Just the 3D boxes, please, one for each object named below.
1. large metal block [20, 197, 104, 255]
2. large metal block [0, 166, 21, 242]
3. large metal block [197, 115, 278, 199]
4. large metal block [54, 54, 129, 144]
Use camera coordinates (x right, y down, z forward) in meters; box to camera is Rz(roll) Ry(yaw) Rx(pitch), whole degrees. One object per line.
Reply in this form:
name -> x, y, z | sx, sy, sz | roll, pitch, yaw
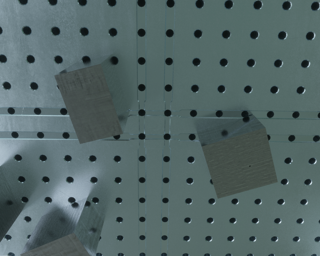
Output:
large metal block -> -0.134, 0.154, 0.439 | 0.080, 0.080, 0.050 | -24, 109, 8
large metal block -> -0.244, 0.110, 0.421 | 0.050, 0.080, 0.079 | -13, 110, 4
large metal block -> 0.102, 0.038, 0.416 | 0.080, 0.050, 0.080 | -17, 110, 6
large metal block -> -0.075, -0.038, 0.369 | 0.050, 0.080, 0.080 | -14, 110, 4
